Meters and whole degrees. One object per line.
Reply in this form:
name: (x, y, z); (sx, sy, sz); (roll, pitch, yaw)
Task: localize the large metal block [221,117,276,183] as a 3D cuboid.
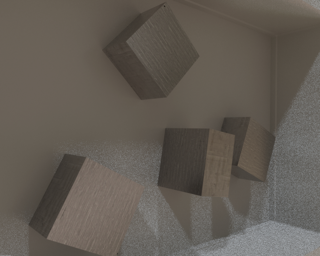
large metal block: (0.138, 0.035, 0.506); (0.080, 0.050, 0.080); (31, 71, -36)

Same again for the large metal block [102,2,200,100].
large metal block: (-0.008, -0.092, 0.383); (0.080, 0.050, 0.080); (52, 60, -27)

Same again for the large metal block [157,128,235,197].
large metal block: (0.047, 0.044, 0.410); (0.050, 0.080, 0.080); (13, 82, -39)

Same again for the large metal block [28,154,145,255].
large metal block: (-0.075, 0.082, 0.328); (0.080, 0.050, 0.080); (35, 68, -35)
